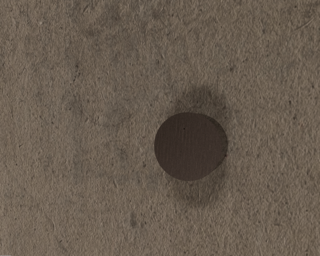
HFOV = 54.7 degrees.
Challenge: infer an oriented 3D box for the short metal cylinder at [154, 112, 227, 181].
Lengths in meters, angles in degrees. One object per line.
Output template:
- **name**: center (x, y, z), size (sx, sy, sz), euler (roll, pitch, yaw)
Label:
- **short metal cylinder**: center (0.039, 0.021, 0.381), size (0.080, 0.050, 0.079), euler (0, 90, 19)
